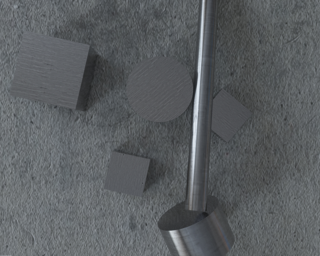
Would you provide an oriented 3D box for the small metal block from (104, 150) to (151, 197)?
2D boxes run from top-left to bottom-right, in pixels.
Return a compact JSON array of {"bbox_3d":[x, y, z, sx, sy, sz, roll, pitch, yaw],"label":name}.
[{"bbox_3d":[-0.042,0.059,0.410,0.050,0.025,0.050,12,90,0],"label":"small metal block"}]

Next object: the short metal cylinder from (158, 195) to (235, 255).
[{"bbox_3d":[0.044,0.125,0.381,0.080,0.080,0.050,-24,96,0],"label":"short metal cylinder"}]

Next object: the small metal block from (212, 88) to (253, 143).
[{"bbox_3d":[0.084,-0.016,0.411,0.050,0.025,0.050,40,90,0],"label":"small metal block"}]

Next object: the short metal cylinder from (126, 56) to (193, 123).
[{"bbox_3d":[0.000,-0.047,0.398,0.081,0.050,0.080,0,90,0],"label":"short metal cylinder"}]

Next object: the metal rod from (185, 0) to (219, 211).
[{"bbox_3d":[0.054,-0.052,0.382,0.025,0.025,0.299,5,79,0],"label":"metal rod"}]

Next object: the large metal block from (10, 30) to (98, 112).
[{"bbox_3d":[-0.132,-0.070,0.396,0.080,0.050,0.080,13,90,0],"label":"large metal block"}]
